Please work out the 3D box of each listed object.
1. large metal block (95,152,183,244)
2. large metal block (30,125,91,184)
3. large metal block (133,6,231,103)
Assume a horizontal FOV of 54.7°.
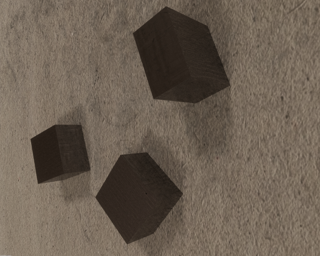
[{"bbox_3d":[-0.030,0.090,0.411,0.080,0.050,0.080,46,117,29],"label":"large metal block"},{"bbox_3d":[-0.170,0.045,0.526,0.080,0.050,0.080,-23,76,37],"label":"large metal block"},{"bbox_3d":[0.025,-0.076,0.347,0.050,0.081,0.080,-27,73,36],"label":"large metal block"}]
